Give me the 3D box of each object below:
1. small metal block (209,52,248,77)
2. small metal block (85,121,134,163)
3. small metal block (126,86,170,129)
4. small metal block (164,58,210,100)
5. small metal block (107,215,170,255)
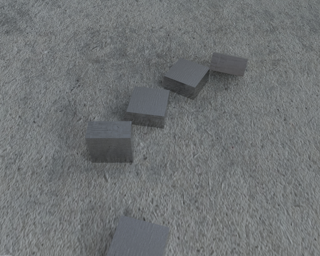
[{"bbox_3d":[0.104,-0.098,0.469,0.050,0.025,0.050,14,17,9],"label":"small metal block"},{"bbox_3d":[-0.058,0.018,0.372,0.050,0.050,0.025,0,50,0],"label":"small metal block"},{"bbox_3d":[-0.015,-0.029,0.427,0.050,0.025,0.050,7,50,6],"label":"small metal block"},{"bbox_3d":[0.040,-0.075,0.466,0.050,0.025,0.050,24,54,19],"label":"small metal block"},{"bbox_3d":[-0.021,0.119,0.303,0.050,0.025,0.050,12,51,9],"label":"small metal block"}]
